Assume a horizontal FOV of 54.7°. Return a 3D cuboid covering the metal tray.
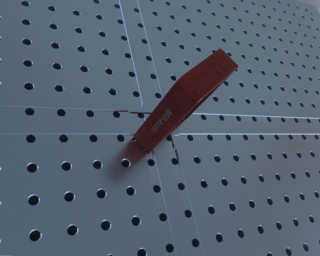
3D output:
[{"bbox_3d":[0.028,-0.030,0.375,0.030,0.129,0.091,47,51,4],"label":"metal tray"}]
